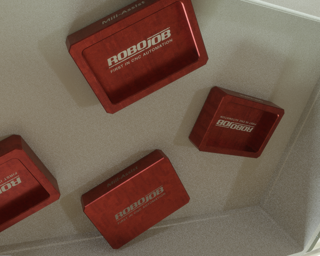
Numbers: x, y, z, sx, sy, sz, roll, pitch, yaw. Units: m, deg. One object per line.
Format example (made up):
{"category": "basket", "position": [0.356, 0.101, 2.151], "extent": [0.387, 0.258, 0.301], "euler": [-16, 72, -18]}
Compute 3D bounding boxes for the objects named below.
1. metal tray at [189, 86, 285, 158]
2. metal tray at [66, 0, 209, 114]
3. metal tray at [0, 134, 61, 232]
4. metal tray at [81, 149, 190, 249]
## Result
{"category": "metal tray", "position": [0.117, -0.004, 0.466], "extent": [0.131, 0.030, 0.089], "euler": [10, 114, -33]}
{"category": "metal tray", "position": [-0.021, -0.083, 0.334], "extent": [0.131, 0.030, 0.090], "euler": [-29, 129, -3]}
{"category": "metal tray", "position": [-0.193, 0.075, 0.346], "extent": [0.131, 0.030, 0.090], "euler": [-29, 128, -10]}
{"category": "metal tray", "position": [-0.032, 0.101, 0.439], "extent": [0.131, 0.030, 0.090], "euler": [-31, 117, -8]}
